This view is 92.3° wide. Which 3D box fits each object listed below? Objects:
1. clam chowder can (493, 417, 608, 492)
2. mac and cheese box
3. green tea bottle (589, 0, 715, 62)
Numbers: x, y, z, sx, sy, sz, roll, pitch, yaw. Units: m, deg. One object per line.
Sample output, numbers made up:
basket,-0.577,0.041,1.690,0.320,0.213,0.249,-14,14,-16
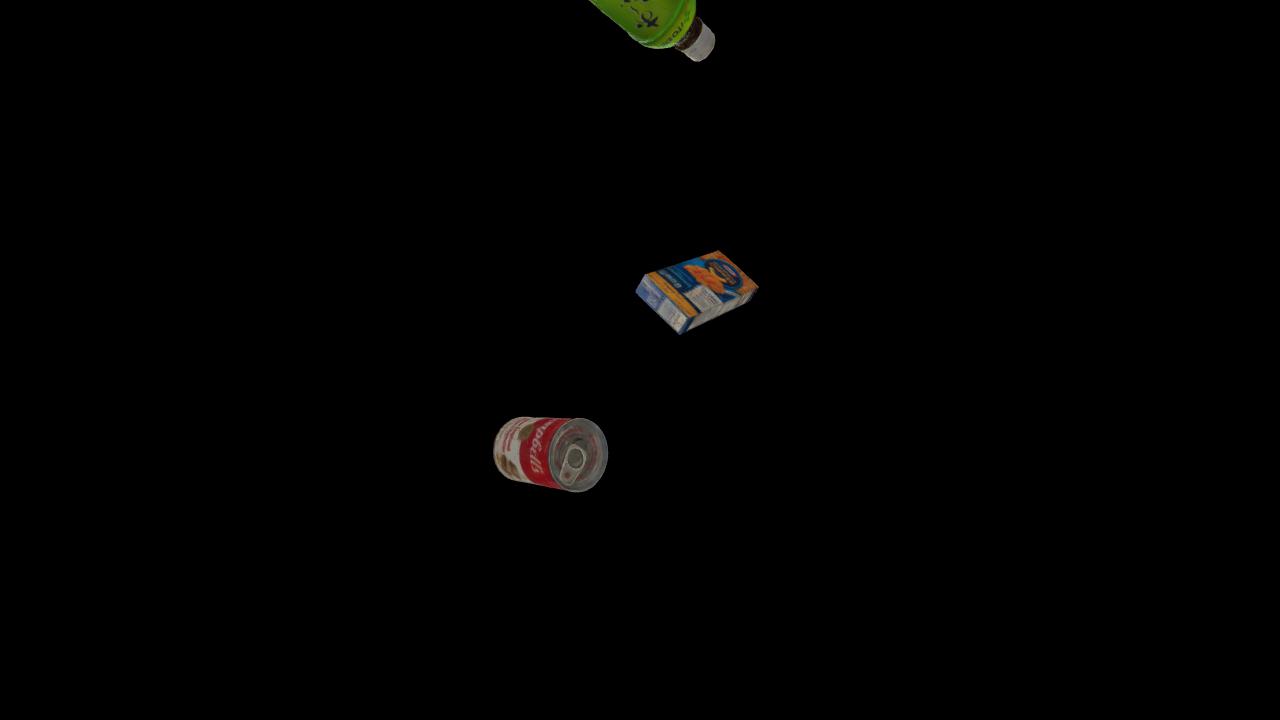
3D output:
clam chowder can,-0.089,0.089,0.595,0.068,0.068,0.102,0,-3,-42
mac and cheese box,0.087,-0.102,0.893,0.093,0.041,0.184,45,42,18
green tea bottle,-0.010,-0.323,0.519,0.212,0.073,0.073,15,-10,-43
